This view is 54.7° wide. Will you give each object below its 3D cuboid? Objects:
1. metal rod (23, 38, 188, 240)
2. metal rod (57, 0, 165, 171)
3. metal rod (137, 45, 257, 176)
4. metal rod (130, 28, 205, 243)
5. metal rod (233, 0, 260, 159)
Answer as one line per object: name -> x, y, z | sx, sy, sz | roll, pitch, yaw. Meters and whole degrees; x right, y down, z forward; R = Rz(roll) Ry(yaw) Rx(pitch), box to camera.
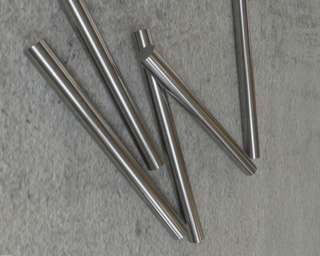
metal rod -> -0.048, 0.032, 0.365 | 0.025, 0.025, 0.299 | -49, 119, -29
metal rod -> -0.066, -0.078, 0.350 | 0.025, 0.025, 0.299 | -40, 115, -33
metal rod -> 0.070, -0.007, 0.445 | 0.300, 0.025, 0.025 | 42, 64, -39
metal rod -> 0.014, 0.020, 0.418 | 0.025, 0.025, 0.298 | -25, 106, -37
metal rod -> 0.147, -0.096, 0.530 | 0.025, 0.025, 0.298 | -11, 97, -40
